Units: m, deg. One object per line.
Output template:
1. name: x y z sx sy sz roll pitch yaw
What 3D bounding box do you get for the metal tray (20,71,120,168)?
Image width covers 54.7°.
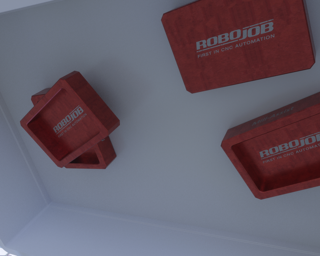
1. metal tray: -0.127 -0.007 0.426 0.130 0.030 0.090 -32 101 37

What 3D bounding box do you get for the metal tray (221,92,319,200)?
1. metal tray: 0.146 0.023 0.342 0.130 0.030 0.090 -26 104 36

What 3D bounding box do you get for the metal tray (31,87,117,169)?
1. metal tray: -0.130 0.001 0.471 0.090 0.030 0.129 -3 117 29

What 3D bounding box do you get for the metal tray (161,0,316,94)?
1. metal tray: 0.076 -0.091 0.308 0.130 0.030 0.090 -9 114 31
